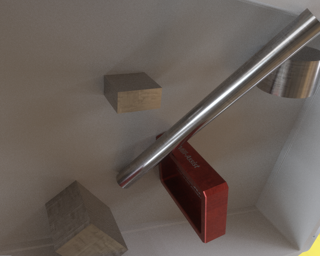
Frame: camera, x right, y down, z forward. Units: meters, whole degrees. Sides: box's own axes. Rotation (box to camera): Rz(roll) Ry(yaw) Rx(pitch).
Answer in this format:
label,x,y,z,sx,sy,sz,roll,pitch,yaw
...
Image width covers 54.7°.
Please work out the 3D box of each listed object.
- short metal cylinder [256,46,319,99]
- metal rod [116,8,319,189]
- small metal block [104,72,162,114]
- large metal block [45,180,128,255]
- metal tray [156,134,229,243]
label,x,y,z,sx,sy,sz,roll,pitch,yaw
short metal cylinder,0.176,-0.080,0.422,0.081,0.080,0.050,-12,124,-22
metal rod,0.044,-0.011,0.351,0.025,0.025,0.299,20,131,-36
small metal block,-0.032,-0.041,0.351,0.050,0.050,0.025,-9,123,-24
large metal block,-0.095,0.128,0.401,0.050,0.080,0.080,-38,130,-3
metal tray,0.038,0.072,0.408,0.030,0.130,0.089,-18,126,-19
